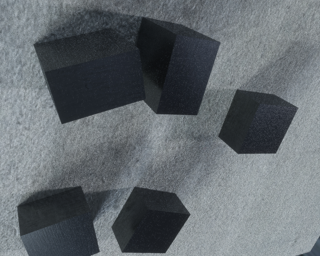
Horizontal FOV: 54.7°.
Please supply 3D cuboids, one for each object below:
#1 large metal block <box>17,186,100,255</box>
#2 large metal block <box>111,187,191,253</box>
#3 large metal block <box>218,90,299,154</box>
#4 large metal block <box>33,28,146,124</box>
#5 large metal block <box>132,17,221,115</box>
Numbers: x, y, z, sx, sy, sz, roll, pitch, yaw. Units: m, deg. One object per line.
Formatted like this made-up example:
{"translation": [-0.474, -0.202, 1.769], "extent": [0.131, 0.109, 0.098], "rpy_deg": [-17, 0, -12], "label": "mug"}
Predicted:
{"translation": [-0.130, 0.133, 0.403], "extent": [0.081, 0.050, 0.079], "rpy_deg": [-16, 125, -20], "label": "large metal block"}
{"translation": [-0.014, 0.142, 0.472], "extent": [0.081, 0.050, 0.080], "rpy_deg": [18, 109, -36], "label": "large metal block"}
{"translation": [0.147, -0.008, 0.469], "extent": [0.081, 0.050, 0.079], "rpy_deg": [2, 117, -30], "label": "large metal block"}
{"translation": [-0.069, -0.055, 0.300], "extent": [0.081, 0.080, 0.050], "rpy_deg": [-19, 126, -18], "label": "large metal block"}
{"translation": [0.011, -0.068, 0.337], "extent": [0.050, 0.080, 0.079], "rpy_deg": [0, 118, -29], "label": "large metal block"}
